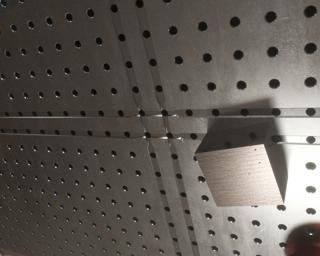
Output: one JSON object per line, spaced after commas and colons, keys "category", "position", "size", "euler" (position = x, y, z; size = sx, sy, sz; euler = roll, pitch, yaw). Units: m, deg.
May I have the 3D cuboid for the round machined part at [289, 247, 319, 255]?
{"category": "round machined part", "position": [0.213, 0.198, 0.411], "size": [0.098, 0.042, 0.097], "euler": [13, 124, 20]}

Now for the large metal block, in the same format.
{"category": "large metal block", "position": [0.099, 0.046, 0.370], "size": [0.080, 0.050, 0.080], "euler": [-12, 113, 32]}
